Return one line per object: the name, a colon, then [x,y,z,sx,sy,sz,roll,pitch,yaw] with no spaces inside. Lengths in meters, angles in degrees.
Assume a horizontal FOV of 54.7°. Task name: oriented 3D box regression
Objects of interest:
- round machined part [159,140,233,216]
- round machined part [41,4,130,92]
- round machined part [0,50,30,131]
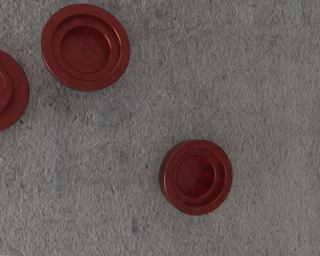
round machined part: [0.044,0.064,0.416,0.099,0.042,0.097,0,90,-20]
round machined part: [-0.088,-0.091,0.367,0.099,0.042,0.097,0,90,-20]
round machined part: [-0.193,-0.041,0.329,0.099,0.042,0.097,0,90,-20]
